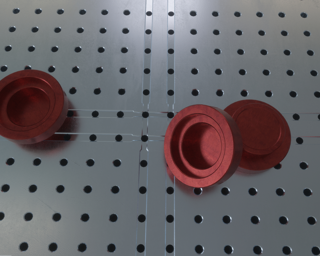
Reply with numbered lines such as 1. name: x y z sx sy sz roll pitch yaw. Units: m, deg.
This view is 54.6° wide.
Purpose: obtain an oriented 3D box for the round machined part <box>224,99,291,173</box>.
1. round machined part: 0.121 0.007 0.401 0.099 0.042 0.098 0 70 0

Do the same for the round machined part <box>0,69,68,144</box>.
1. round machined part: -0.171 -0.025 0.411 0.099 0.042 0.098 0 70 0

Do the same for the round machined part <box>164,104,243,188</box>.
1. round machined part: 0.056 0.022 0.377 0.098 0.042 0.098 -3 85 40
